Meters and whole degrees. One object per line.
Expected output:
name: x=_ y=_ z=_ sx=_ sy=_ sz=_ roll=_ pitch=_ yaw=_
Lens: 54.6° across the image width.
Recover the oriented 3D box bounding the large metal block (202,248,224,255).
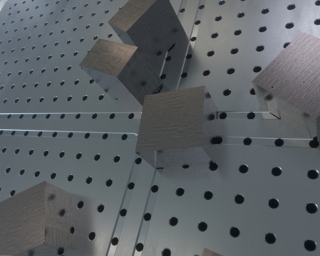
large metal block: x=0.057 y=0.152 z=0.250 sx=0.050 sy=0.080 sz=0.080 roll=12 pitch=68 yaw=33

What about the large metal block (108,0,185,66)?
large metal block: x=-0.019 y=-0.156 z=0.480 sx=0.080 sy=0.080 sz=0.050 roll=-48 pitch=51 yaw=-5

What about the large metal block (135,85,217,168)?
large metal block: x=0.023 y=0.001 z=0.381 sx=0.080 sy=0.050 sz=0.080 roll=-7 pitch=59 yaw=25

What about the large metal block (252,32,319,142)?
large metal block: x=0.162 y=-0.046 z=0.336 sx=0.080 sy=0.050 sz=0.080 roll=-45 pitch=51 yaw=-3

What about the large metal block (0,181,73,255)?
large metal block: x=-0.164 y=0.127 z=0.402 sx=0.080 sy=0.050 sz=0.080 roll=-25 pitch=53 yaw=12

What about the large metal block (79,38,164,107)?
large metal block: x=-0.055 y=-0.078 z=0.451 sx=0.080 sy=0.080 sz=0.050 roll=22 pitch=74 yaw=36
